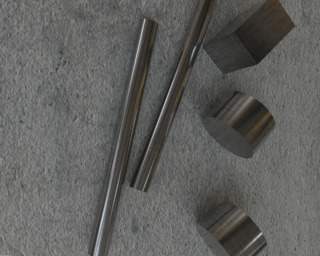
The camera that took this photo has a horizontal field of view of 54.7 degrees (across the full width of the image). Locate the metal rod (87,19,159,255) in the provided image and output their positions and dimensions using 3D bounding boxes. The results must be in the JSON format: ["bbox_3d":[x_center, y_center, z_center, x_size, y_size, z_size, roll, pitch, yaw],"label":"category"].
[{"bbox_3d":[-0.045,0.009,0.392,0.025,0.025,0.298,14,85,-20],"label":"metal rod"}]

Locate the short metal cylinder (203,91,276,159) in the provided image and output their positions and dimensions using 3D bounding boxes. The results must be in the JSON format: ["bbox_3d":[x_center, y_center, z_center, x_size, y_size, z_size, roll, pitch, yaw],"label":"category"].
[{"bbox_3d":[0.106,-0.004,0.419,0.080,0.080,0.050,46,76,-14],"label":"short metal cylinder"}]

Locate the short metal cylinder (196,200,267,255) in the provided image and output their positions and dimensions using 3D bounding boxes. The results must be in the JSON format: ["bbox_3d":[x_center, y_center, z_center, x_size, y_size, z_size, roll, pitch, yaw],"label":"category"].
[{"bbox_3d":[0.094,0.145,0.415,0.050,0.080,0.080,-36,102,-16],"label":"short metal cylinder"}]

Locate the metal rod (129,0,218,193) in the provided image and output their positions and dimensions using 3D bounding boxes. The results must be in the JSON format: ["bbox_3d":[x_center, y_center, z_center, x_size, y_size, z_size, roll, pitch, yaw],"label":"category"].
[{"bbox_3d":[0.024,-0.060,0.417,0.025,0.025,0.299,23,82,-19],"label":"metal rod"}]

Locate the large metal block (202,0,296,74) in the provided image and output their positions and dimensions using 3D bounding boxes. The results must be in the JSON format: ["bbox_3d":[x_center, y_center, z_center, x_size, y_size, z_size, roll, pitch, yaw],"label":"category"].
[{"bbox_3d":[0.119,-0.124,0.423,0.080,0.080,0.050,-44,104,-15],"label":"large metal block"}]
